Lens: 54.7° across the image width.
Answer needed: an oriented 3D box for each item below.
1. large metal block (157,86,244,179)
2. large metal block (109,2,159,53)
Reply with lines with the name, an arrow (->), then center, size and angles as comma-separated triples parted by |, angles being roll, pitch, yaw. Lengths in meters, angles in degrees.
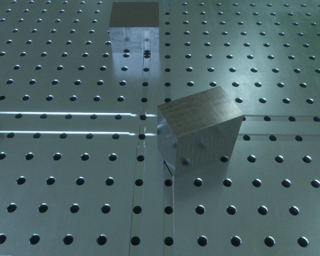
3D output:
large metal block -> 0.044, 0.006, 0.368 | 0.081, 0.080, 0.050 | -19, 53, -16
large metal block -> -0.042, -0.175, 0.538 | 0.081, 0.050, 0.080 | 0, 50, -1
